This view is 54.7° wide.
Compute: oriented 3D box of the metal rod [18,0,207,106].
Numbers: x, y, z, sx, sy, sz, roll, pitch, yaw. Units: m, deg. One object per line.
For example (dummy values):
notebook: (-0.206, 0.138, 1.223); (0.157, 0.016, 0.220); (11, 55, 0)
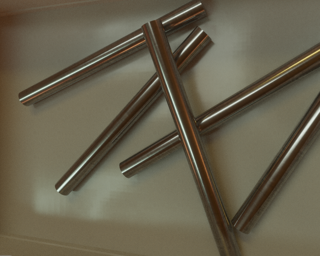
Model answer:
metal rod: (-0.078, -0.099, 0.436); (0.300, 0.025, 0.025); (-22, 83, 18)

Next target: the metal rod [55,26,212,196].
metal rod: (-0.045, -0.015, 0.425); (0.299, 0.025, 0.025); (-46, 76, 13)

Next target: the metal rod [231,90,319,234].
metal rod: (0.172, -0.006, 0.349); (0.025, 0.025, 0.299); (34, 100, 16)

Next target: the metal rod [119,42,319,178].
metal rod: (0.075, -0.017, 0.383); (0.300, 0.025, 0.025); (-32, 80, 16)

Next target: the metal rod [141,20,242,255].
metal rod: (0.039, 0.019, 0.371); (0.025, 0.025, 0.298); (-18, 94, 19)
